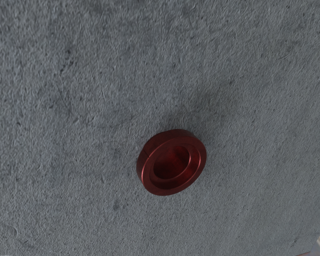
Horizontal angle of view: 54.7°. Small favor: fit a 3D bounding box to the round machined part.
[{"bbox_3d":[0.012,0.043,0.432,0.099,0.042,0.097,-14,125,-21],"label":"round machined part"}]
